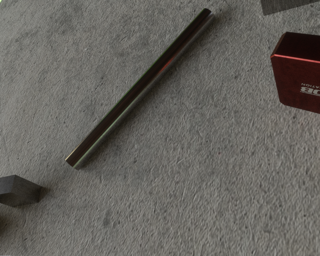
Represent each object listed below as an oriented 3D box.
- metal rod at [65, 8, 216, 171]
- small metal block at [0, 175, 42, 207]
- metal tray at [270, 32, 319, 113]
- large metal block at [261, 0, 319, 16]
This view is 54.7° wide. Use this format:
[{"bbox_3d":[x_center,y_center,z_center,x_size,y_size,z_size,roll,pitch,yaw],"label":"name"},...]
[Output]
[{"bbox_3d":[-0.025,-0.060,0.451,0.300,0.025,0.025,-48,52,-7],"label":"metal rod"},{"bbox_3d":[-0.208,0.090,0.439,0.050,0.050,0.025,-13,57,21],"label":"small metal block"},{"bbox_3d":[0.179,-0.042,0.294,0.130,0.090,0.030,21,73,35],"label":"metal tray"},{"bbox_3d":[0.169,-0.205,0.405,0.080,0.080,0.050,-9,58,23],"label":"large metal block"}]
